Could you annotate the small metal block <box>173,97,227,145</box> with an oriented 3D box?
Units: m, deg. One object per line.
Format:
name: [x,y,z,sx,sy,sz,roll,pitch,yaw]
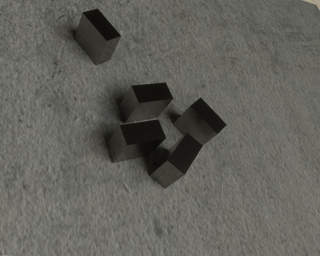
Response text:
small metal block: [0.053,-0.005,0.421,0.050,0.050,0.025,47,51,4]

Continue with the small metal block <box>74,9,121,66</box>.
small metal block: [-0.085,-0.122,0.417,0.025,0.050,0.050,-35,82,-38]

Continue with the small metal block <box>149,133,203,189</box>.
small metal block: [0.019,0.040,0.375,0.025,0.050,0.050,40,51,-2]

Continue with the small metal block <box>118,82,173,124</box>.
small metal block: [-0.019,-0.032,0.398,0.050,0.050,0.025,-11,68,-33]

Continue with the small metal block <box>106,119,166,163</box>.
small metal block: [-0.029,0.016,0.364,0.050,0.050,0.025,-10,67,-33]
